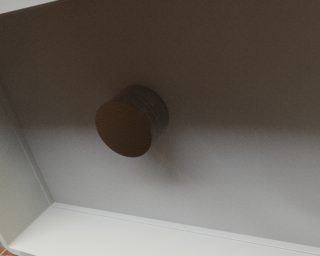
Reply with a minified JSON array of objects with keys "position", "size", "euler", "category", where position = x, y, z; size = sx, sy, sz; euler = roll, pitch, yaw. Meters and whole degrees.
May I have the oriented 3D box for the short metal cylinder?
[{"position":[-0.036,-0.009,0.404],"size":[0.080,0.050,0.080],"euler":[13,124,21],"category":"short metal cylinder"}]
